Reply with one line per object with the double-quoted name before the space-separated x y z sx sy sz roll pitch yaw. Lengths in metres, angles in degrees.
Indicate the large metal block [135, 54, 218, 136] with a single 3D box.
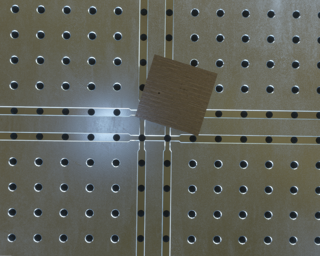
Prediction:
"large metal block" 0.020 -0.040 0.401 0.080 0.050 0.080 17 90 -1
